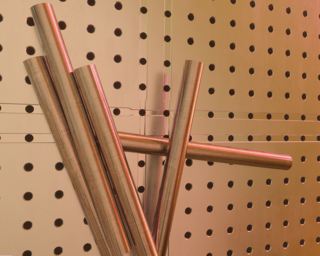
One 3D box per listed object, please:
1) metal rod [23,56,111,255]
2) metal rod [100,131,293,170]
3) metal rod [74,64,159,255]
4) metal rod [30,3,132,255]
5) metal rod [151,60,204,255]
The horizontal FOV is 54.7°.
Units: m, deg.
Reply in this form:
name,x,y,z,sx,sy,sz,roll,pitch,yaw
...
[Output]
name,x,y,z,sx,sy,sz,roll,pitch,yaw
metal rod,-0.097,0.060,0.377,0.025,0.025,0.298,-22,98,-19
metal rod,0.059,0.033,0.435,0.302,0.025,0.025,8,87,-20
metal rod,-0.041,0.072,0.369,0.025,0.025,0.298,-20,96,-19
metal rod,-0.091,0.004,0.361,0.025,0.025,0.298,-19,93,-19
metal rod,0.015,0.064,0.397,0.025,0.025,0.298,9,95,-20
